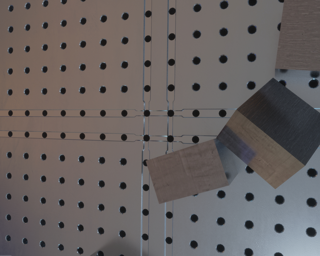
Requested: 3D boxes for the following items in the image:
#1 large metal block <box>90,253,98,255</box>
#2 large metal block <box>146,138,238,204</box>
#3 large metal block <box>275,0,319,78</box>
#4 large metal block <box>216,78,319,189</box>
[{"bbox_3d":[-0.088,0.225,0.415,0.080,0.080,0.050,26,99,18],"label":"large metal block"},{"bbox_3d":[0.041,0.047,0.369,0.080,0.080,0.050,-20,84,19],"label":"large metal block"},{"bbox_3d":[0.173,-0.098,0.338,0.080,0.050,0.080,8,93,20],"label":"large metal block"},{"bbox_3d":[0.123,0.003,0.333,0.080,0.080,0.050,42,143,15],"label":"large metal block"}]
